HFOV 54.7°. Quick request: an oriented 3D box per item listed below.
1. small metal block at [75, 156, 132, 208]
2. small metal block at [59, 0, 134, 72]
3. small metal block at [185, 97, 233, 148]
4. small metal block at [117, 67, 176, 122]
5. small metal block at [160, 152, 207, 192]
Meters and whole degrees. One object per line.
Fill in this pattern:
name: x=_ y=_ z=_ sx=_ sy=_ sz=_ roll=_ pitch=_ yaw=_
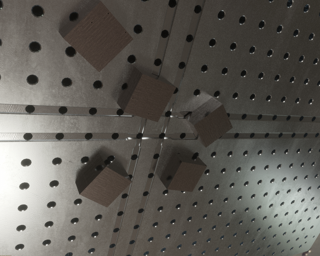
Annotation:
small metal block: x=-0.075 y=0.073 z=0.417 sx=0.050 sy=0.025 sz=0.050 roll=-46 pitch=130 yaw=4
small metal block: x=-0.065 y=-0.095 z=0.318 sx=0.050 sy=0.025 sz=0.050 roll=-44 pitch=130 yaw=2
small metal block: x=0.071 y=-0.008 z=0.447 sx=0.050 sy=0.025 sz=0.050 roll=-36 pitch=130 yaw=-4
small metal block: x=-0.016 y=-0.040 z=0.379 sx=0.050 sy=0.025 sz=0.050 roll=17 pitch=110 yaw=-35
small metal block: x=0.036 y=0.069 z=0.475 sx=0.050 sy=0.025 sz=0.050 roll=14 pitch=111 yaw=-34
